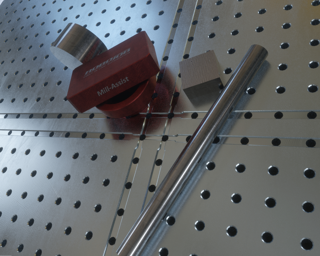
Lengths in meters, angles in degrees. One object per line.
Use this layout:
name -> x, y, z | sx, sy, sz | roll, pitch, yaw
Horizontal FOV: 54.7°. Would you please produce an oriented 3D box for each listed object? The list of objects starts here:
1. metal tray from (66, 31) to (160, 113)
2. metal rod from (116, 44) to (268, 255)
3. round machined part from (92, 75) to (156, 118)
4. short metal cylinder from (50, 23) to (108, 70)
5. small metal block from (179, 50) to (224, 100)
metal tray -> -0.068, -0.083, 0.449 | 0.130, 0.030, 0.090 | -26, 37, 11
metal rod -> 0.045, 0.021, 0.370 | 0.025, 0.025, 0.300 | 26, 75, 36
round machined part -> -0.049, -0.056, 0.456 | 0.098, 0.042, 0.098 | -13, 56, 20
short metal cylinder -> -0.135, -0.129, 0.521 | 0.080, 0.080, 0.050 | 21, 73, 35
small metal block -> 0.056, -0.072, 0.422 | 0.050, 0.025, 0.050 | -17, 55, 18
